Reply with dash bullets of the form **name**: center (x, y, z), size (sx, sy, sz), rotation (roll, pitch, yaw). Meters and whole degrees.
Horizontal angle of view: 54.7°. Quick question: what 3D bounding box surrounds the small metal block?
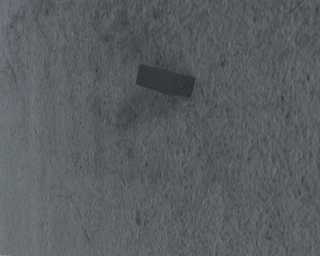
- **small metal block**: center (0.007, -0.058, 0.381), size (0.050, 0.050, 0.025), rotation (23, 105, 37)
